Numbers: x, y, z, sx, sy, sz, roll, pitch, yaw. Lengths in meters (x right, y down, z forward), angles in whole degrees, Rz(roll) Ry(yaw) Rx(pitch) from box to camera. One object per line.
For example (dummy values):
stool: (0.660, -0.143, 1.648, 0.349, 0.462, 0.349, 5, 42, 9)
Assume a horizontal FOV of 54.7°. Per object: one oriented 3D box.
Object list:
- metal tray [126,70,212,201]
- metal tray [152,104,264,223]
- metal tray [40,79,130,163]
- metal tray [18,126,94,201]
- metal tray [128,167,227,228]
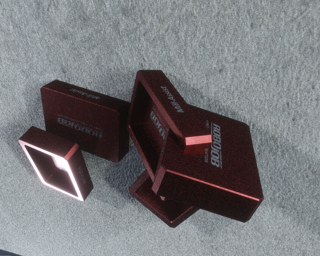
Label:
metal tray: (0.002, 0.004, 0.352, 0.130, 0.030, 0.089, 59, 143, 42)
metal tray: (0.048, 0.026, 0.315, 0.090, 0.130, 0.030, 18, 121, -2)
metal tray: (-0.108, -0.010, 0.452, 0.130, 0.030, 0.089, 18, 126, 17)
metal tray: (-0.164, 0.061, 0.502, 0.090, 0.030, 0.129, 19, 142, 16)
metal tray: (0.023, 0.079, 0.439, 0.090, 0.030, 0.129, 40, 129, 0)
